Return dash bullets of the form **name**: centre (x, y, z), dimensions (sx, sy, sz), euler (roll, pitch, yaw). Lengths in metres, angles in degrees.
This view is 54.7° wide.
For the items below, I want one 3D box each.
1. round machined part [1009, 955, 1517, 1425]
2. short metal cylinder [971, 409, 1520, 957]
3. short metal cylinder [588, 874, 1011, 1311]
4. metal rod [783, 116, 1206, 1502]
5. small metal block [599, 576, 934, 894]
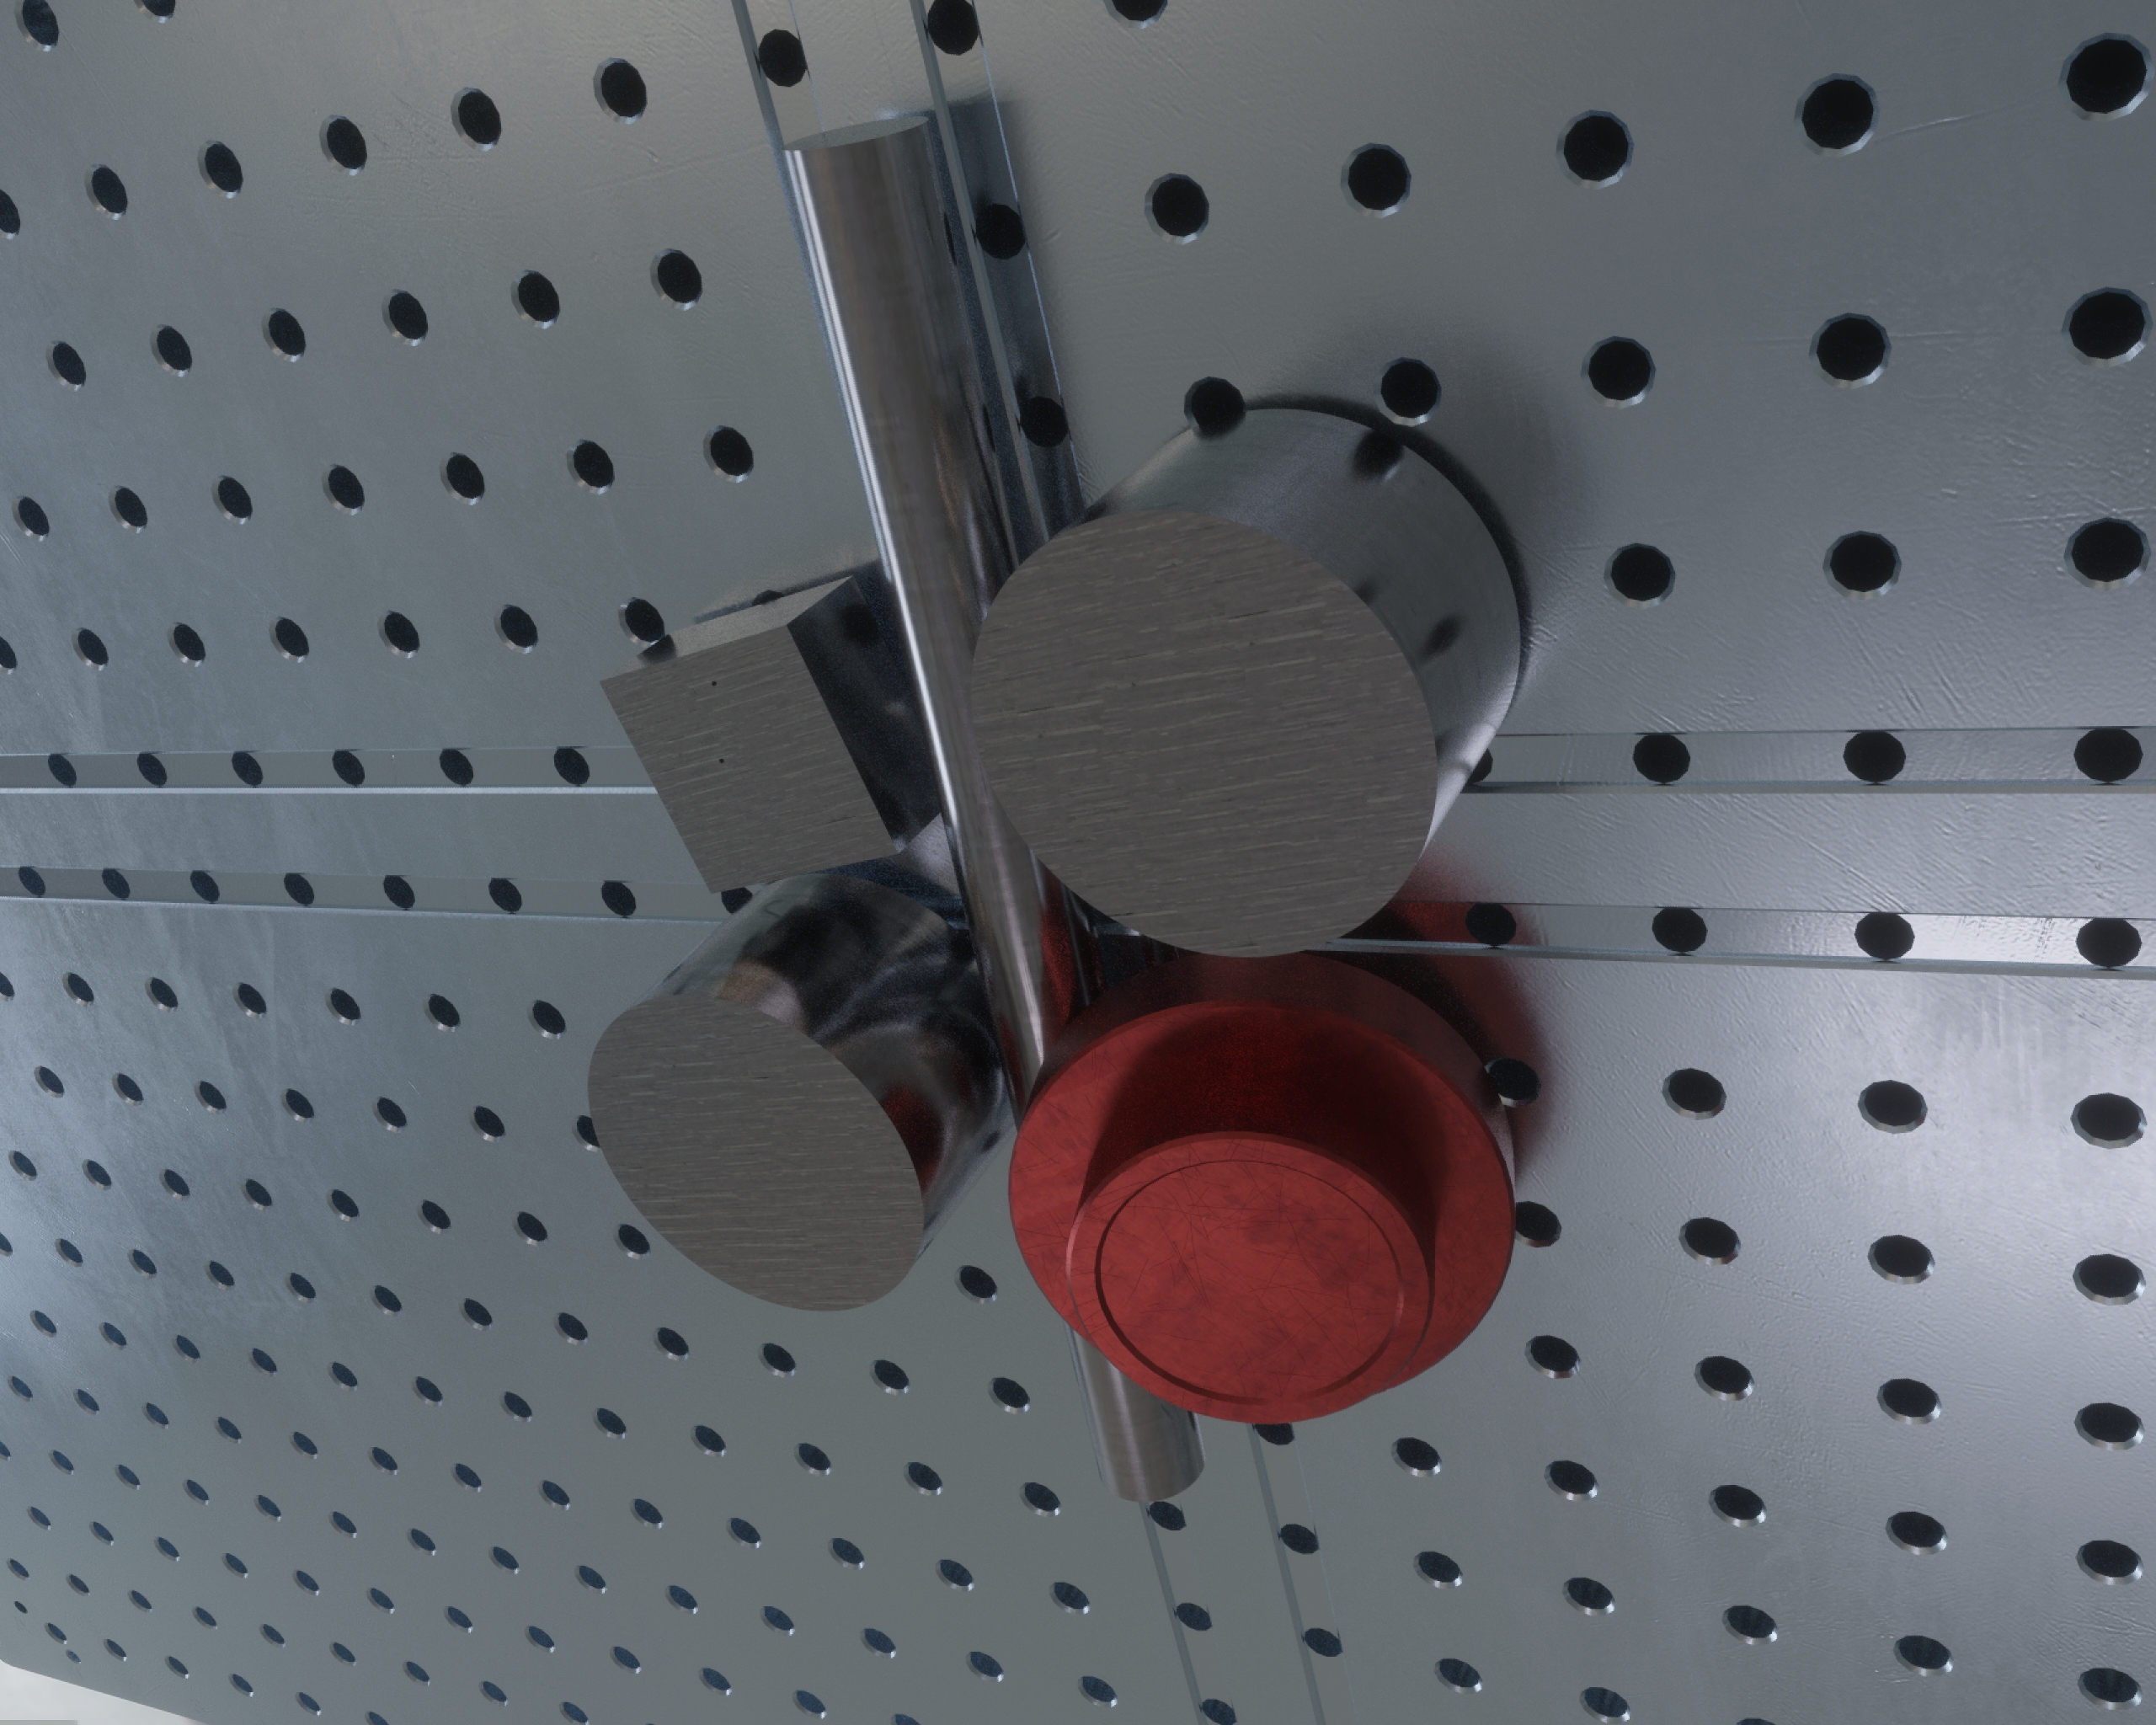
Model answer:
- **round machined part**: centre (0.035, 0.069, 0.404), dimensions (0.099, 0.042, 0.097), euler (4, 117, 8)
- **short metal cylinder**: centre (0.029, -0.031, 0.355), dimensions (0.080, 0.050, 0.079), euler (13, 124, 21)
- **short metal cylinder**: centre (-0.057, 0.049, 0.450), dimensions (0.080, 0.050, 0.079), euler (13, 124, 21)
- **metal rod**: centre (-0.010, 0.008, 0.416), dimensions (0.025, 0.025, 0.298), euler (3, 120, 27)
- **small metal block**: centre (-0.060, -0.025, 0.422), dimensions (0.050, 0.025, 0.050), euler (-12, 113, 33)
